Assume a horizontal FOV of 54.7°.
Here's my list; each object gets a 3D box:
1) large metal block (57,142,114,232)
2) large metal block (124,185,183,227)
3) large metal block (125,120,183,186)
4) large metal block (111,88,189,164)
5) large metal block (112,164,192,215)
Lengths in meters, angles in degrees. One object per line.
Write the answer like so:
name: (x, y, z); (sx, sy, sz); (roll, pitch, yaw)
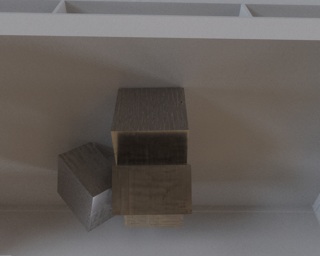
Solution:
large metal block: (-0.097, 0.080, 0.427); (0.050, 0.080, 0.079); (-25, 144, -39)
large metal block: (-0.009, 0.095, 0.451); (0.081, 0.080, 0.050); (0, 130, -1)
large metal block: (-0.010, 0.034, 0.422); (0.081, 0.050, 0.079); (-1, 130, 0)
large metal block: (-0.010, -0.004, 0.366); (0.081, 0.080, 0.050); (-1, 130, 0)
large metal block: (-0.008, 0.066, 0.353); (0.081, 0.080, 0.050); (-1, 85, 0)
